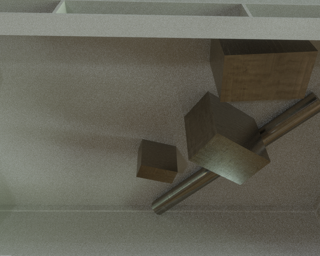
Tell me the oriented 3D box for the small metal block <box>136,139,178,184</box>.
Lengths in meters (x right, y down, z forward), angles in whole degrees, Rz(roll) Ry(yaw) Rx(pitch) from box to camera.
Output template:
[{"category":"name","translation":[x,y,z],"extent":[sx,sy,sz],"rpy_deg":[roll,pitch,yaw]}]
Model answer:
[{"category":"small metal block","translation":[-0.004,0.046,0.432],"extent":[0.050,0.050,0.025],"rpy_deg":[13,129,-11]}]

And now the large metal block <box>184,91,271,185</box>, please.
[{"category":"large metal block","translation":[0.080,0.012,0.385],"extent":[0.080,0.080,0.050],"rpy_deg":[27,125,-22]}]

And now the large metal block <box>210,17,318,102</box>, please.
[{"category":"large metal block","translation":[0.097,-0.071,0.314],"extent":[0.081,0.080,0.050],"rpy_deg":[-2,130,1]}]

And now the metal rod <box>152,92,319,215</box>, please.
[{"category":"metal rod","translation":[0.096,0.051,0.453],"extent":[0.025,0.025,0.299],"rpy_deg":[35,122,-26]}]
